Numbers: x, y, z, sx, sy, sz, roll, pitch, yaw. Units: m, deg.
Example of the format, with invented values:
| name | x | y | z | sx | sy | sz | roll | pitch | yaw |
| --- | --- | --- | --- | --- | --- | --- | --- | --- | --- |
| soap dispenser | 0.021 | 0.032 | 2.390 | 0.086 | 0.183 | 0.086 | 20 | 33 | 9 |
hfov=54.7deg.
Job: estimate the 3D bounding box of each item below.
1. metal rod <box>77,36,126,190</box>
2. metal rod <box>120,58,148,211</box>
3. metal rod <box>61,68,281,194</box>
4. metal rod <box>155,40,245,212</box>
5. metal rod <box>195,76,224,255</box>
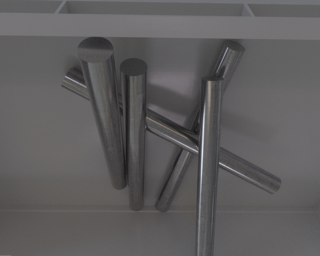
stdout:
| name | x | y | z | sx | sy | sz | roll | pitch | yaw |
| --- | --- | --- | --- | --- | --- | --- | --- | --- | --- |
| metal rod | -0.054 | 0.014 | 0.351 | 0.025 | 0.025 | 0.299 | 3 | 152 | -2 |
| metal rod | -0.031 | 0.036 | 0.400 | 0.025 | 0.025 | 0.298 | 2 | 142 | -2 |
| metal rod | 0.023 | 0.009 | 0.387 | 0.301 | 0.025 | 0.025 | 27 | 125 | -11 |
| metal rod | 0.042 | 0.021 | 0.427 | 0.025 | 0.025 | 0.298 | 11 | 129 | -10 |
| metal rod | 0.059 | 0.085 | 0.390 | 0.025 | 0.025 | 0.298 | -1 | 111 | 0 |
